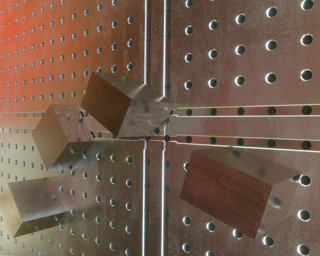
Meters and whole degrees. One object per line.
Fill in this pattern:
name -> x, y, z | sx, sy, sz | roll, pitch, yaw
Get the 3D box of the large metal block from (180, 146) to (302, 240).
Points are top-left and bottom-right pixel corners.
large metal block -> 0.080, 0.057, 0.306 | 0.080, 0.081, 0.050 | 22, 104, 37

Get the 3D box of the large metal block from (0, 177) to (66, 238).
large metal block -> -0.231, 0.141, 0.561 | 0.050, 0.081, 0.080 | -51, 60, 27

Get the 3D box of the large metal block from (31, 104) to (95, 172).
large metal block -> -0.166, 0.016, 0.527 | 0.080, 0.050, 0.080 | -47, 62, 29

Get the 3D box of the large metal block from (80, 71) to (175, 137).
large metal block -> -0.042, -0.031, 0.406 | 0.080, 0.081, 0.050 | 36, 112, 33
